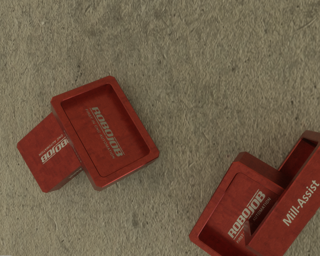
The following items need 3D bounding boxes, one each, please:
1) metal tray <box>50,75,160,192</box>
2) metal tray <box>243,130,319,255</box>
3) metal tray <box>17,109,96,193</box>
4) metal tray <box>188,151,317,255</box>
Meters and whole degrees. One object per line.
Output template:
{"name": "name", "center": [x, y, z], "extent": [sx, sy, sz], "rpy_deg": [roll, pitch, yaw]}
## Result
{"name": "metal tray", "center": [-0.072, 0.004, 0.404], "extent": [0.091, 0.030, 0.130], "rpy_deg": [-27, 78, -24]}
{"name": "metal tray", "center": [0.136, 0.066, 0.321], "extent": [0.030, 0.090, 0.129], "rpy_deg": [34, 99, 10]}
{"name": "metal tray", "center": [-0.140, 0.023, 0.456], "extent": [0.130, 0.030, 0.090], "rpy_deg": [-38, 78, 16]}
{"name": "metal tray", "center": [0.098, 0.102, 0.348], "extent": [0.090, 0.030, 0.129], "rpy_deg": [32, 121, 16]}
